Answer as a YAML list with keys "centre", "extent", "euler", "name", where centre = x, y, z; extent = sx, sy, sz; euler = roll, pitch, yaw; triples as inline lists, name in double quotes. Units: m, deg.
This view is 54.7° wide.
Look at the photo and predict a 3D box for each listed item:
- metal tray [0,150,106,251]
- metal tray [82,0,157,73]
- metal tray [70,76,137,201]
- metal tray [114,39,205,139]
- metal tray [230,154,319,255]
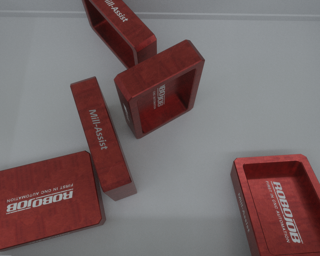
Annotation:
- centre: [-0.139, 0.087, 0.374]
  extent: [0.131, 0.030, 0.090]
  euler: [-13, 71, -5]
  name: "metal tray"
- centre: [-0.055, -0.132, 0.422]
  extent: [0.030, 0.090, 0.130]
  euler: [-37, 74, -12]
  name: "metal tray"
- centre: [-0.065, 0.016, 0.368]
  extent: [0.030, 0.090, 0.130]
  euler: [-19, 71, -7]
  name: "metal tray"
- centre: [0.000, -0.039, 0.368]
  extent: [0.090, 0.130, 0.030]
  euler: [-30, 73, -10]
  name: "metal tray"
- centre: [0.139, 0.091, 0.347]
  extent: [0.091, 0.030, 0.130]
  euler: [-3, 46, -2]
  name: "metal tray"
